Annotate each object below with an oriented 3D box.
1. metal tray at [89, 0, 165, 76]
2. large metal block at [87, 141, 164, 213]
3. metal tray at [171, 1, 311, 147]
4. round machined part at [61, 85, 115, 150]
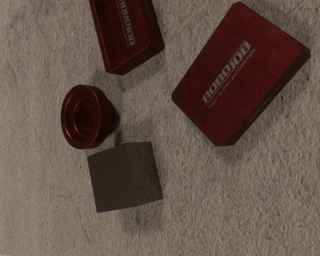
[{"bbox_3d":[-0.051,-0.152,0.441,0.090,0.030,0.129,-24,75,37],"label":"metal tray"},{"bbox_3d":[-0.049,0.068,0.427,0.080,0.050,0.080,-20,77,38],"label":"large metal block"},{"bbox_3d":[0.080,-0.055,0.335,0.090,0.030,0.129,49,119,28],"label":"metal tray"},{"bbox_3d":[-0.108,-0.016,0.480,0.098,0.042,0.097,0,90,39],"label":"round machined part"}]
